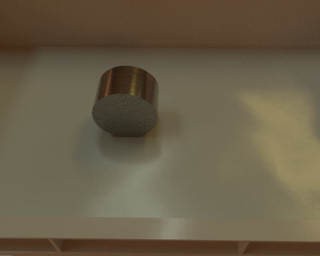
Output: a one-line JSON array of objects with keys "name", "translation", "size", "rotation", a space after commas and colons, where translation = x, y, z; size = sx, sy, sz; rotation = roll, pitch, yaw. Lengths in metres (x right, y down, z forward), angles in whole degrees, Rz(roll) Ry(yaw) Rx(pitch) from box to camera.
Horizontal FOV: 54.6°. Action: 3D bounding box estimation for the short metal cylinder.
[{"name": "short metal cylinder", "translation": [-0.042, -0.032, 0.397], "size": [0.080, 0.080, 0.050], "rotation": [1, 50, 1]}]
